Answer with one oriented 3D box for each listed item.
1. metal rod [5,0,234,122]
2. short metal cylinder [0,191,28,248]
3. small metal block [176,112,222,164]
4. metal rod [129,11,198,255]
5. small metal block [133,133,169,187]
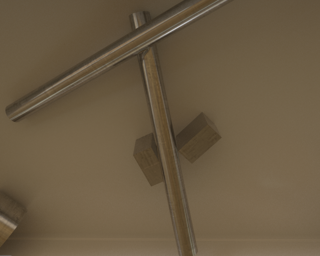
[{"bbox_3d":[-0.061,-0.079,0.355,0.300,0.025,0.025,-25,109,18],"label":"metal rod"},{"bbox_3d":[-0.232,0.133,0.428,0.050,0.080,0.080,41,105,-14],"label":"short metal cylinder"},{"bbox_3d":[0.049,0.012,0.403,0.025,0.050,0.050,43,104,-14],"label":"small metal block"},{"bbox_3d":[0.006,0.012,0.378,0.025,0.025,0.298,-11,96,4],"label":"metal rod"},{"bbox_3d":[-0.011,0.041,0.413,0.025,0.050,0.050,-25,109,9],"label":"small metal block"}]
